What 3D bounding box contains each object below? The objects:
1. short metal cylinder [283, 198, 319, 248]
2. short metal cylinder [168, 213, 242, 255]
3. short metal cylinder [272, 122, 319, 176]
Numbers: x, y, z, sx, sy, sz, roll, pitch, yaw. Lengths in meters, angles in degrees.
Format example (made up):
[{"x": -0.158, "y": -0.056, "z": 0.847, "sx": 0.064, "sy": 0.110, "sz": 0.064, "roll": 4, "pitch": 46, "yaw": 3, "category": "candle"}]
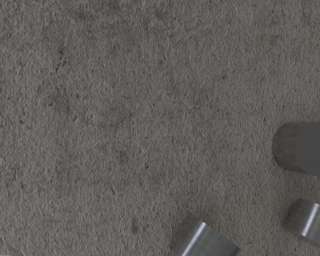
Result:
[{"x": 0.236, "y": 0.149, "z": 0.467, "sx": 0.080, "sy": 0.080, "sz": 0.050, "roll": 33, "pitch": 79, "yaw": -17, "category": "short metal cylinder"}, {"x": 0.057, "y": 0.155, "z": 0.401, "sx": 0.080, "sy": 0.080, "sz": 0.050, "roll": 39, "pitch": 78, "yaw": -16, "category": "short metal cylinder"}, {"x": 0.222, "y": 0.030, "z": 0.477, "sx": 0.081, "sy": 0.050, "sz": 0.080, "roll": 0, "pitch": 90, "yaw": -20, "category": "short metal cylinder"}]
